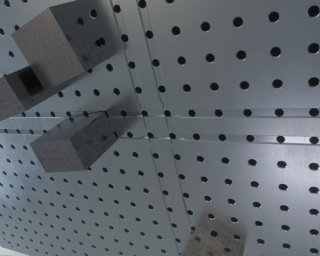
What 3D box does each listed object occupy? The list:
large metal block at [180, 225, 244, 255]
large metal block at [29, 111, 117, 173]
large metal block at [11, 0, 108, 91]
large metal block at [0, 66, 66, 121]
[{"bbox_3d":[0.073,0.213,0.488,0.080,0.050,0.079,27,128,11],"label":"large metal block"},{"bbox_3d":[-0.124,0.021,0.455,0.080,0.080,0.050,-7,115,31],"label":"large metal block"},{"bbox_3d":[-0.128,-0.104,0.399,0.080,0.050,0.080,-15,111,34],"label":"large metal block"},{"bbox_3d":[-0.200,-0.055,0.449,0.080,0.080,0.050,-14,111,34],"label":"large metal block"}]
